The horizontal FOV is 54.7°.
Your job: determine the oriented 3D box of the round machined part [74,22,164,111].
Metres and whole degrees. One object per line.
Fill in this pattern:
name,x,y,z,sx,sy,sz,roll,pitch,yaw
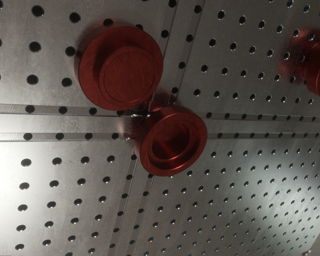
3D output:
round machined part,-0.040,-0.062,0.341,0.099,0.042,0.097,-14,125,-21

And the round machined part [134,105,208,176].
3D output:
round machined part,0.011,0.013,0.416,0.099,0.042,0.097,-14,125,-21

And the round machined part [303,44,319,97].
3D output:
round machined part,0.268,-0.098,0.490,0.099,0.042,0.097,-14,125,-21
